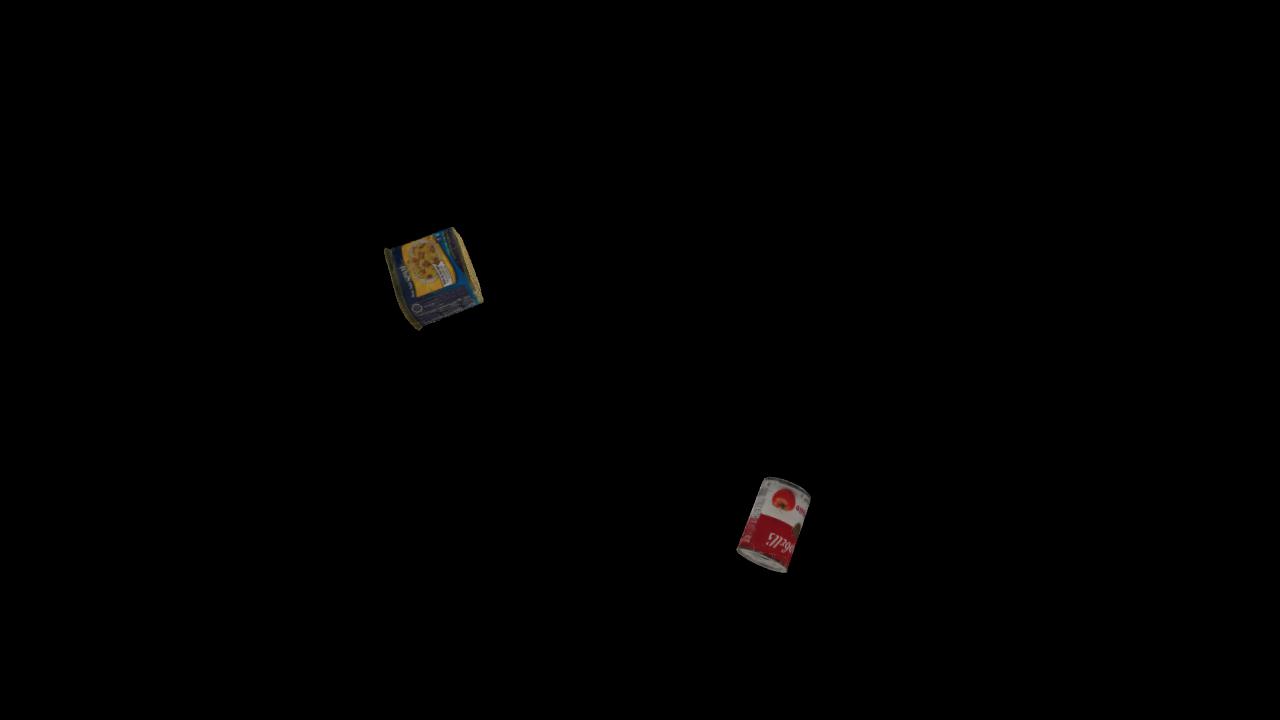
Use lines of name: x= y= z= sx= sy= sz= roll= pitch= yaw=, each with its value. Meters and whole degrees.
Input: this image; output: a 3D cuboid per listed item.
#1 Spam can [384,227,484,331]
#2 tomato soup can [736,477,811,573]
Spam can: x=-0.240 y=-0.098 z=0.721 sx=0.085 sy=0.101 sz=0.058 roll=-22 pitch=-23 yaw=-5
tomato soup can: x=0.172 y=0.210 z=0.788 sx=0.068 sy=0.101 sz=0.068 roll=22 pitch=-24 yaw=11
